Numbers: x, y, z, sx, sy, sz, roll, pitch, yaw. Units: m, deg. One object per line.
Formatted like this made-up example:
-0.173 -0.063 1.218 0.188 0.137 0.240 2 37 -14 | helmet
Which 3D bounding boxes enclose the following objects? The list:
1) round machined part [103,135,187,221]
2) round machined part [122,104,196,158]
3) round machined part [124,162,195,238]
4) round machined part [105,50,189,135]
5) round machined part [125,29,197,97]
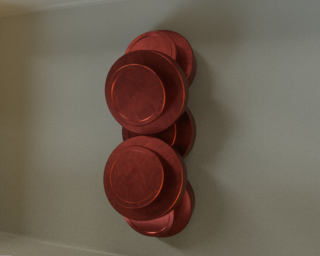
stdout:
-0.022 0.056 0.353 0.098 0.042 0.098 -4 78 19 | round machined part
-0.006 0.004 0.402 0.098 0.042 0.097 0 89 20 | round machined part
-0.009 0.095 0.388 0.098 0.042 0.097 5 107 18 | round machined part
-0.020 -0.039 0.352 0.098 0.042 0.097 5 104 19 | round machined part
-0.006 -0.082 0.390 0.098 0.042 0.098 -5 72 18 | round machined part
